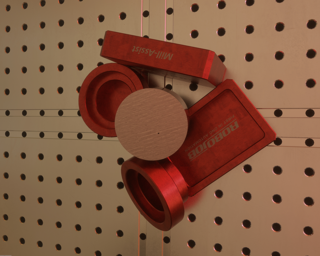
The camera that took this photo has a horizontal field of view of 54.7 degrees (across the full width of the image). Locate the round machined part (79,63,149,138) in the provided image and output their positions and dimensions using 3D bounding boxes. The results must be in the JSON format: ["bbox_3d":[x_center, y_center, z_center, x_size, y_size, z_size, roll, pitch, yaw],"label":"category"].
[{"bbox_3d":[-0.057,-0.036,0.423,0.098,0.042,0.097,0,90,19],"label":"round machined part"}]

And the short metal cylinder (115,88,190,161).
[{"bbox_3d":[-0.007,-0.007,0.361,0.080,0.050,0.079,1,99,7],"label":"short metal cylinder"}]

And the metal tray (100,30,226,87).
[{"bbox_3d":[0.007,-0.081,0.375,0.130,0.090,0.030,16,96,19],"label":"metal tray"}]

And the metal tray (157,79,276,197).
[{"bbox_3d":[0.064,0.013,0.386,0.130,0.030,0.090,-38,78,15],"label":"metal tray"}]

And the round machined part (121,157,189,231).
[{"bbox_3d":[-0.003,0.074,0.385,0.098,0.042,0.097,37,143,35],"label":"round machined part"}]
